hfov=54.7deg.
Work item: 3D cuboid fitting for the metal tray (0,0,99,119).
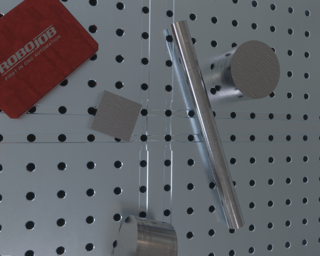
[{"bbox_3d":[-0.148,-0.084,0.355,0.130,0.030,0.090,-45,104,-14],"label":"metal tray"}]

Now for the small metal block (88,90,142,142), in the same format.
[{"bbox_3d":[-0.057,-0.014,0.392,0.050,0.025,0.050,21,83,-19],"label":"small metal block"}]

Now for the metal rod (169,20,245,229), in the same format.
[{"bbox_3d":[0.068,0.000,0.437,0.025,0.025,0.298,-19,97,-19],"label":"metal rod"}]

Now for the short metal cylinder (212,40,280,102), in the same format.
[{"bbox_3d":[0.122,-0.079,0.444,0.081,0.050,0.079,0,90,-20],"label":"short metal cylinder"}]

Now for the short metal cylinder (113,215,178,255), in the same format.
[{"bbox_3d":[-0.020,0.152,0.376,0.050,0.080,0.080,18,84,-19],"label":"short metal cylinder"}]
